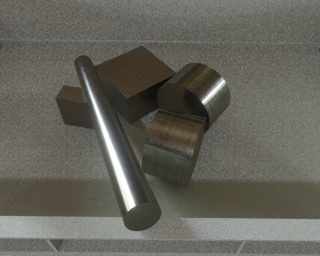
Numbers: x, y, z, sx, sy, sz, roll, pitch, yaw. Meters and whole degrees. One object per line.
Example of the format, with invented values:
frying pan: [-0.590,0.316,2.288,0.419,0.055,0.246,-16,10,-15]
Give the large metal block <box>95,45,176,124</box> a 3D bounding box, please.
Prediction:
large metal block: [-0.034,-0.064,0.442,0.081,0.050,0.080,-31,57,-24]

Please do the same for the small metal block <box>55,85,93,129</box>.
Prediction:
small metal block: [-0.103,-0.026,0.410,0.050,0.050,0.025,10,51,8]

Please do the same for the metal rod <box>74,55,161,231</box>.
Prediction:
metal rod: [-0.060,-0.017,0.319,0.025,0.025,0.300,-15,34,-13]

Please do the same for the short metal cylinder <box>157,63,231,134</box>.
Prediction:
short metal cylinder: [0.043,-0.037,0.401,0.080,0.080,0.050,30,56,22]

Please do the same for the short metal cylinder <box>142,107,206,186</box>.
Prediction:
short metal cylinder: [0.018,0.020,0.353,0.050,0.080,0.080,15,52,12]
